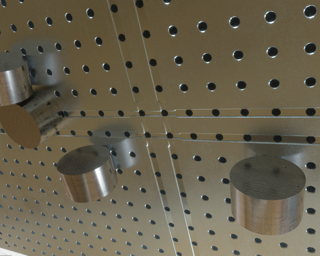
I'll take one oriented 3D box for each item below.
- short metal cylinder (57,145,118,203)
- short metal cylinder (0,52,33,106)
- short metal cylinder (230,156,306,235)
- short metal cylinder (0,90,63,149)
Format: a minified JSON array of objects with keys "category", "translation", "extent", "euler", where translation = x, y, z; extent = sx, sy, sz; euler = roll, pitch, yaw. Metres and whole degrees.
[{"category":"short metal cylinder","translation":[-0.110,0.068,0.473],"extent":[0.080,0.080,0.050],"euler":[4,120,26]},{"category":"short metal cylinder","translation":[-0.232,-0.073,0.450],"extent":[0.080,0.080,0.050],"euler":[16,125,18]},{"category":"short metal cylinder","translation":[0.122,0.075,0.357],"extent":[0.080,0.080,0.050],"euler":[5,121,25]},{"category":"short metal cylinder","translation":[-0.204,-0.014,0.491],"extent":[0.080,0.050,0.079],"euler":[13,124,20]}]
